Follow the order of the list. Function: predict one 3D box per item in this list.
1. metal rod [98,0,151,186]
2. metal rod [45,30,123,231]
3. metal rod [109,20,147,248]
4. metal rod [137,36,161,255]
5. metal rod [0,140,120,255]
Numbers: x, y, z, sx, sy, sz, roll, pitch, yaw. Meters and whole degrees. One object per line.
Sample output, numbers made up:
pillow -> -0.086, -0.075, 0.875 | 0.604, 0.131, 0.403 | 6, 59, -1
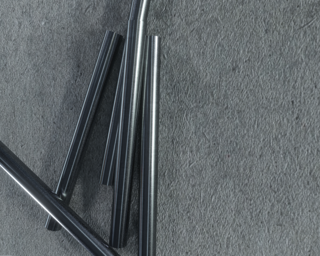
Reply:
metal rod -> -0.045, -0.069, 0.424 | 0.025, 0.025, 0.298 | 12, 94, 19
metal rod -> -0.112, 0.008, 0.448 | 0.025, 0.025, 0.298 | 21, 97, 18
metal rod -> -0.043, 0.013, 0.410 | 0.025, 0.025, 0.298 | 8, 98, 20
metal rod -> -0.015, 0.030, 0.414 | 0.025, 0.025, 0.298 | 1, 90, 20
metal rod -> -0.133, 0.122, 0.432 | 0.300, 0.025, 0.025 | 42, 103, 6
